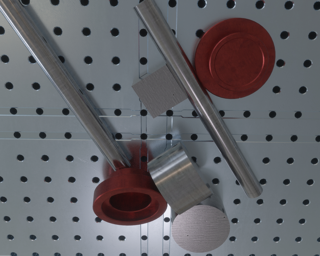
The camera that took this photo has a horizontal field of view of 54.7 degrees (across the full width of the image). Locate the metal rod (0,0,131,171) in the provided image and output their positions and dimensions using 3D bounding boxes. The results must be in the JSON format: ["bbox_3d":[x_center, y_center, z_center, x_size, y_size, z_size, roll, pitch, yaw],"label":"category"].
[{"bbox_3d":[-0.126,-0.065,0.388,0.025,0.025,0.299,-29,108,10],"label":"metal rod"}]

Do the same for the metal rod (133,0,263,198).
[{"bbox_3d":[0.059,-0.023,0.393,0.025,0.025,0.299,-30,112,10],"label":"metal rod"}]

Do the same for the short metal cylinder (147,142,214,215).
[{"bbox_3d":[0.027,0.065,0.406,0.050,0.080,0.080,-33,107,5],"label":"short metal cylinder"}]

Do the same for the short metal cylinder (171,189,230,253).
[{"bbox_3d":[0.056,0.131,0.449,0.081,0.050,0.079,0,110,0],"label":"short metal cylinder"}]

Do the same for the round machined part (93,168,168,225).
[{"bbox_3d":[-0.040,0.091,0.425,0.099,0.042,0.097,-3,135,-3],"label":"round machined part"}]

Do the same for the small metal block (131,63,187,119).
[{"bbox_3d":[0.000,-0.048,0.395,0.050,0.025,0.050,-31,107,11],"label":"small metal block"}]

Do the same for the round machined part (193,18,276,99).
[{"bbox_3d":[0.091,-0.082,0.375,0.099,0.042,0.097,0,110,0],"label":"round machined part"}]
